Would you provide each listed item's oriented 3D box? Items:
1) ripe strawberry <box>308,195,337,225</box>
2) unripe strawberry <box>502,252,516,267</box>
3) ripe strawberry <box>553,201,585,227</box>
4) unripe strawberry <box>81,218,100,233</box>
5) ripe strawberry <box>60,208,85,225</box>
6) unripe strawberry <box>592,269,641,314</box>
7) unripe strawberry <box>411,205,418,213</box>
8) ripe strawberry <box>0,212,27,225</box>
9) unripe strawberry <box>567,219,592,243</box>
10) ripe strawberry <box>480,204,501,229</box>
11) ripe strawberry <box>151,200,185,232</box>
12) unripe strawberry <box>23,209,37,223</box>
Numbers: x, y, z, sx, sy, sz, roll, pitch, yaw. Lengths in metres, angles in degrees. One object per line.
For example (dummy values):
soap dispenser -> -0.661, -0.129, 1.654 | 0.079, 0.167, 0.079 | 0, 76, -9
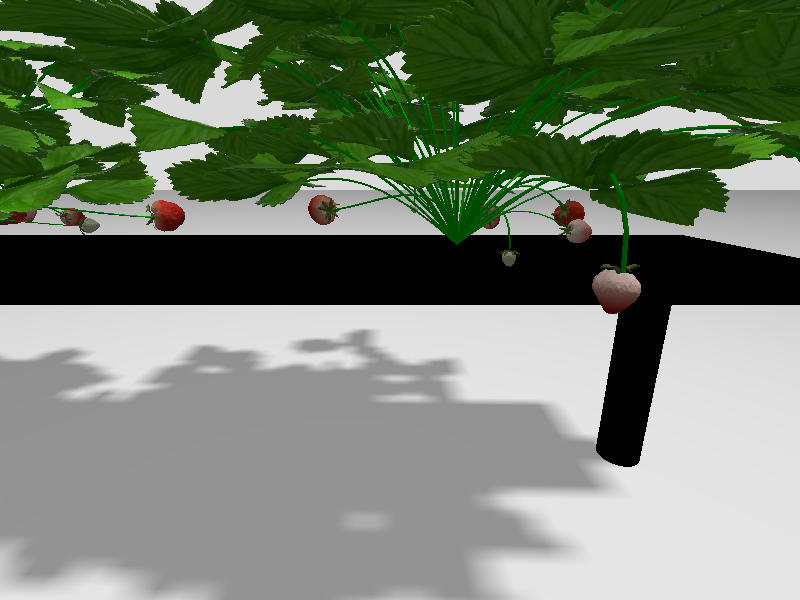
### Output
ripe strawberry -> -0.101, -0.115, 0.508 | 0.036, 0.038, 0.039 | -14, 22, -40
unripe strawberry -> 0.067, -0.025, 0.248 | 0.009, 0.010, 0.010 | -3, 17, -9
ripe strawberry -> 0.195, -0.097, 0.457 | 0.034, 0.029, 0.034 | 17, 2, -42
unripe strawberry -> -0.324, -0.078, 0.419 | 0.016, 0.016, 0.017 | -15, 22, -42
ripe strawberry -> -0.392, -0.100, 0.480 | 0.024, 0.021, 0.024 | 1, 11, 3
unripe strawberry -> 0.092, -0.003, 0.172 | 0.018, 0.019, 0.019 | -4, 17, -12
unripe strawberry -> 0.020, -0.127, 0.561 | 0.011, 0.011, 0.011 | -2, 17, -7
ripe strawberry -> -0.479, -0.109, 0.488 | 0.038, 0.033, 0.038 | -9, 18, -27
unripe strawberry -> 0.161, -0.061, 0.359 | 0.021, 0.021, 0.020 | 5, 16, -8
ripe strawberry -> 0.104, -0.098, 0.467 | 0.028, 0.029, 0.030 | 7, 18, 22
ripe strawberry -> -0.248, -0.090, 0.429 | 0.032, 0.033, 0.029 | -9, 19, -29
unripe strawberry -> -0.497, -0.115, 0.528 | 0.028, 0.030, 0.030 | -8, -37, -26
